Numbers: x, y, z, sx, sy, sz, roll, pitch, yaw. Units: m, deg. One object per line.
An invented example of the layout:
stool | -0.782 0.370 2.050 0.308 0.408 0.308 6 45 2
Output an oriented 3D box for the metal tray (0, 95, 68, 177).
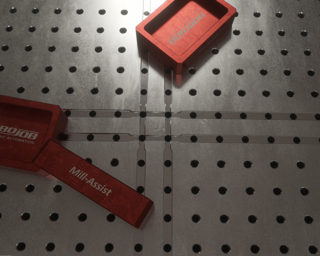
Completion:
metal tray | -0.199 0.006 0.404 0.131 0.030 0.090 11 70 3

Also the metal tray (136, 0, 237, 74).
metal tray | 0.039 -0.154 0.465 0.090 0.030 0.130 41 75 13

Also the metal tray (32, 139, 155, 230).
metal tray | -0.070 0.068 0.351 0.130 0.090 0.030 29 73 10
